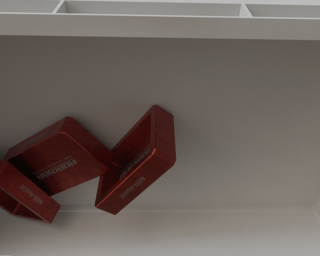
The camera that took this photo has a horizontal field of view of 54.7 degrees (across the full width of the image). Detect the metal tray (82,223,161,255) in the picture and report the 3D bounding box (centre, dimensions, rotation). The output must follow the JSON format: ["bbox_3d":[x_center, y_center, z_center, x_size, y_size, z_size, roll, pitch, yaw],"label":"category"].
[{"bbox_3d":[-0.072,0.232,0.605,0.131,0.030,0.090,-13,129,10],"label":"metal tray"}]

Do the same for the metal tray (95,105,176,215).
[{"bbox_3d":[-0.033,0.042,0.401,0.030,0.090,0.129,30,124,-24],"label":"metal tray"}]

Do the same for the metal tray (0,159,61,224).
[{"bbox_3d":[-0.219,0.092,0.452,0.090,0.030,0.130,1,141,27],"label":"metal tray"}]

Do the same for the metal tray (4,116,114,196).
[{"bbox_3d":[-0.143,0.045,0.434,0.130,0.030,0.090,-25,127,26],"label":"metal tray"}]
